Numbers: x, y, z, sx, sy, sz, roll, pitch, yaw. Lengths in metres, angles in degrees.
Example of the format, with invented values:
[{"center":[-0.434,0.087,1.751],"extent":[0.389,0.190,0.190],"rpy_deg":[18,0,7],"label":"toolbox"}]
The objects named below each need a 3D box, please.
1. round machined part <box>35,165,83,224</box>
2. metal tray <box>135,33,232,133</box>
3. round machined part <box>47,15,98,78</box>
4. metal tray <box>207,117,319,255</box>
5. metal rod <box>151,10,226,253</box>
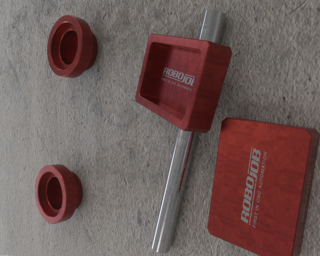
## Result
[{"center":[-0.171,0.111,0.536],"extent":[0.098,0.042,0.097],"rpy_deg":[0,90,40],"label":"round machined part"},{"center":[0.019,-0.057,0.356],"extent":[0.130,0.030,0.089],"rpy_deg":[34,114,56],"label":"metal tray"},{"center":[-0.140,-0.131,0.510],"extent":[0.098,0.042,0.097],"rpy_deg":[0,90,40],"label":"round machined part"},{"center":[0.102,0.059,0.318],"extent":[0.090,0.030,0.129],"rpy_deg":[11,97,39],"label":"metal tray"},{"center":[0.032,0.013,0.378],"extent":[0.025,0.025,0.298],"rpy_deg":[20,103,38],"label":"metal rod"}]
